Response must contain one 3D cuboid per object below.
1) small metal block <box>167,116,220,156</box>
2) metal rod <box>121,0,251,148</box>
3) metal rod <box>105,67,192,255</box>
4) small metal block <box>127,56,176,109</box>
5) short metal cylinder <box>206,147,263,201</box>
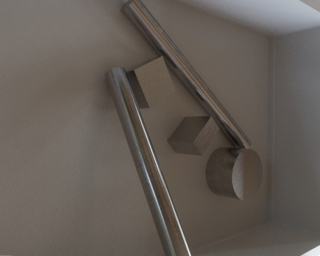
[{"bbox_3d":[0.046,0.010,0.432,0.050,0.050,0.025,-52,121,-27],"label":"small metal block"},{"bbox_3d":[0.054,-0.062,0.453,0.300,0.025,0.025,45,63,-31],"label":"metal rod"},{"bbox_3d":[-0.003,0.069,0.322,0.025,0.025,0.299,-5,67,-40],"label":"metal rod"},{"bbox_3d":[-0.013,-0.058,0.398,0.050,0.025,0.050,-35,112,-35],"label":"small metal block"},{"bbox_3d":[0.119,0.072,0.493,0.081,0.050,0.079,0,90,-40],"label":"short metal cylinder"}]
